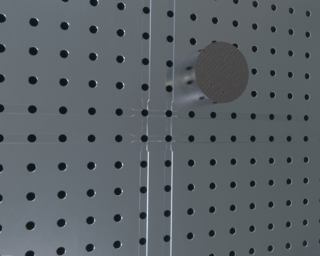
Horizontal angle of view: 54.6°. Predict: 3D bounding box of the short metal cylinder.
[{"bbox_3d":[0.073,-0.072,0.426,0.081,0.050,0.080,0,90,-20],"label":"short metal cylinder"}]
